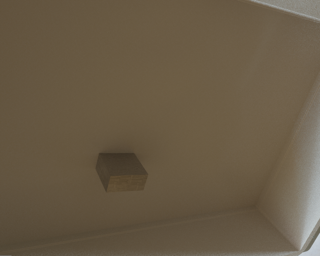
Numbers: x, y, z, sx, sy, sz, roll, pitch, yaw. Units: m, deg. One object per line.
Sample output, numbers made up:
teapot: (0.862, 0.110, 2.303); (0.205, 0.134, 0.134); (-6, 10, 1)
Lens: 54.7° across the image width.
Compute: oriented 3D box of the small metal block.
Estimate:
small metal block: (-0.050, 0.056, 0.401); (0.050, 0.050, 0.025); (3, 117, -30)
